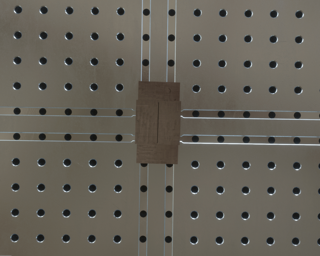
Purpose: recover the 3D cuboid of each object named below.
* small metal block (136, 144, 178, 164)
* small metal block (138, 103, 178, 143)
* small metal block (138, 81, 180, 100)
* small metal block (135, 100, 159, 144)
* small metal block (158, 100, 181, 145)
[{"bbox_3d":[-0.003,0.031,0.400,0.050,0.050,0.025,2,90,0],"label":"small metal block"},{"bbox_3d":[-0.003,-0.007,0.413,0.050,0.025,0.050,2,90,1],"label":"small metal block"},{"bbox_3d":[-0.001,-0.044,0.400,0.050,0.050,0.025,2,90,0],"label":"small metal block"},{"bbox_3d":[-0.015,-0.007,0.375,0.025,0.050,0.050,2,90,0],"label":"small metal block"},{"bbox_3d":[0.011,-0.006,0.376,0.025,0.050,0.050,2,90,1],"label":"small metal block"}]
